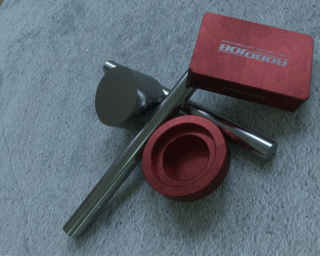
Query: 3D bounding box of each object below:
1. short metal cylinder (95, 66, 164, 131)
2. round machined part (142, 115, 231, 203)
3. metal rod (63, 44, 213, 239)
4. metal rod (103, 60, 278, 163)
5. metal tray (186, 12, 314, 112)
[{"bbox_3d":[-0.042,-0.038,0.418,0.080,0.050,0.080,-8,77,39],"label":"short metal cylinder"},{"bbox_3d":[0.033,0.037,0.354,0.098,0.042,0.098,-13,56,21],"label":"round machined part"},{"bbox_3d":[-0.017,0.012,0.385,0.300,0.025,0.025,-52,52,0],"label":"metal rod"},{"bbox_3d":[0.017,-0.037,0.420,0.300,0.025,0.025,32,80,38],"label":"metal rod"},{"bbox_3d":[0.104,-0.078,0.359,0.131,0.030,0.090,15,66,4],"label":"metal tray"}]
